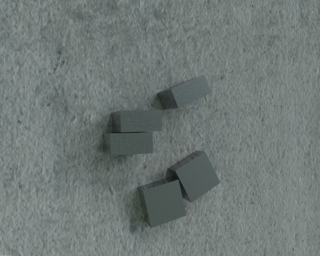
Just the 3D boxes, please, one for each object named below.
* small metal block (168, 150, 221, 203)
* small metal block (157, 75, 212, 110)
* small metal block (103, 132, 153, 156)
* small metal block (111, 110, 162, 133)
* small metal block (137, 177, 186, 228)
[{"bbox_3d":[0.047,0.066,0.428,0.050,0.025,0.050,-30,100,-18],"label":"small metal block"},{"bbox_3d":[0.031,-0.046,0.408,0.050,0.050,0.025,-25,99,-19],"label":"small metal block"},{"bbox_3d":[-0.041,0.018,0.382,0.050,0.050,0.025,-1,91,-20],"label":"small metal block"},{"bbox_3d":[-0.030,-0.008,0.386,0.050,0.050,0.025,-2,91,-20],"label":"small metal block"},{"bbox_3d":[0.002,0.097,0.411,0.050,0.025,0.050,-14,95,-20],"label":"small metal block"}]
